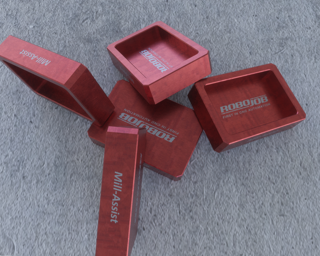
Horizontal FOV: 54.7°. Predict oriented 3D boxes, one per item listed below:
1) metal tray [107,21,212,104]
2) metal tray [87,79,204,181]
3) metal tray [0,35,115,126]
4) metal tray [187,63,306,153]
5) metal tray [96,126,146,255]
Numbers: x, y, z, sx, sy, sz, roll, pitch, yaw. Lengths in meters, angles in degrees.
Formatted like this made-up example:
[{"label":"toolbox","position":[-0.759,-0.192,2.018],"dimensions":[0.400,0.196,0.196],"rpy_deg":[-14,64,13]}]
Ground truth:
[{"label":"metal tray","position":[-0.005,-0.092,0.409],"dimensions":[0.090,0.030,0.130],"rpy_deg":[-30,44,-11]},{"label":"metal tray","position":[-0.015,0.002,0.406],"dimensions":[0.130,0.030,0.090],"rpy_deg":[24,72,8]},{"label":"metal tray","position":[-0.127,-0.057,0.378],"dimensions":[0.130,0.090,0.030],"rpy_deg":[24,71,26]},{"label":"metal tray","position":[0.112,-0.029,0.401],"dimensions":[0.131,0.030,0.090],"rpy_deg":[-16,70,-22]},{"label":"metal tray","position":[-0.038,0.063,0.331],"dimensions":[0.030,0.090,0.129],"rpy_deg":[5,91,2]}]
